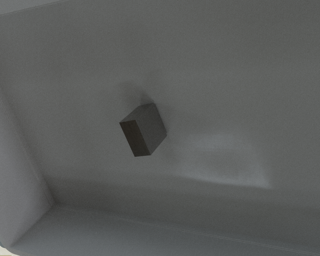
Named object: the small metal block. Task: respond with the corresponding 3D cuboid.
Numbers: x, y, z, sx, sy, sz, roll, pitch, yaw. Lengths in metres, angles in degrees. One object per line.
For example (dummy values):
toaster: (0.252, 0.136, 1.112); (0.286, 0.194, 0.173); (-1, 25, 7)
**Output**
small metal block: (-0.020, 0.002, 0.400); (0.025, 0.050, 0.050); (-9, 113, 32)
